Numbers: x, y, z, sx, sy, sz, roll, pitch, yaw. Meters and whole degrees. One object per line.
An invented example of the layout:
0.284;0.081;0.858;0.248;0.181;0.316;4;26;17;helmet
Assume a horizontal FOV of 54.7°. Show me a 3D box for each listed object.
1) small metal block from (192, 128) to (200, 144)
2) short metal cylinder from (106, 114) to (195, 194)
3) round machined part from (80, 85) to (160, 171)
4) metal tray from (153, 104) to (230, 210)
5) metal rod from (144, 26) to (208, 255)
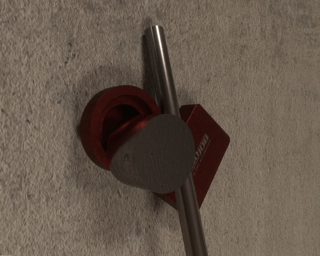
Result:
0.038;0.035;0.439;0.050;0.025;0.050;-38;113;-34;small metal block
-0.009;0.025;0.328;0.081;0.050;0.079;-1;91;-41;short metal cylinder
-0.047;0.001;0.356;0.099;0.042;0.097;0;91;-40;round machined part
0.040;0.043;0.428;0.090;0.030;0.130;43;64;-31;metal tray
0.019;0.019;0.377;0.025;0.025;0.298;-3;78;-40;metal rod
